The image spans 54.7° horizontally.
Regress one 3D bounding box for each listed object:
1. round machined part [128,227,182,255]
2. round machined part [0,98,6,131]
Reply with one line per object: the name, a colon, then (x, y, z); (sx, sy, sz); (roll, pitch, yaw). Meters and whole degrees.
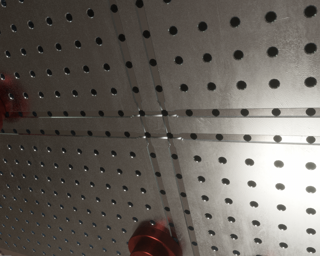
round machined part: (-0.014, 0.225, 0.545); (0.098, 0.042, 0.097); (13, 124, 20)
round machined part: (-0.312, -0.033, 0.541); (0.098, 0.042, 0.097); (13, 124, 20)
